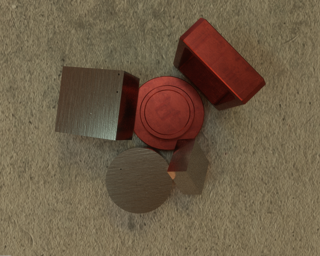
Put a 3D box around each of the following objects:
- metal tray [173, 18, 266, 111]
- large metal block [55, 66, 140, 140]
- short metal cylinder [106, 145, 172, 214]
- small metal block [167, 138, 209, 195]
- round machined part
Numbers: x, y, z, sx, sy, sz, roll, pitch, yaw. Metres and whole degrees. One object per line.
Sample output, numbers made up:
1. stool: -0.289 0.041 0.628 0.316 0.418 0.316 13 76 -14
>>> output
1. metal tray: 0.060 -0.065 0.358 0.030 0.130 0.090 -44 91 0
2. large metal block: -0.076 -0.030 0.385 0.080 0.050 0.079 7 90 16
3. short metal cylinder: -0.025 0.063 0.399 0.081 0.050 0.079 0 90 -1
4. small metal block: 0.037 0.049 0.388 0.025 0.050 0.050 -6 135 30
5. round machined part: 0.009 -0.020 0.404 0.099 0.042 0.097 0 90 -1
